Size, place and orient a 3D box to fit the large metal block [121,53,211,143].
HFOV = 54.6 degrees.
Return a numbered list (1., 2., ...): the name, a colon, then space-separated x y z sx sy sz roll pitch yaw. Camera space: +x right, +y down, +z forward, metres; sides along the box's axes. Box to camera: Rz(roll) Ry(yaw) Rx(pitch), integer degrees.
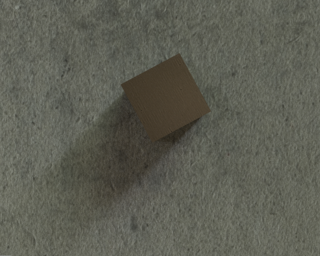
1. large metal block: 0.007 -0.036 0.397 0.080 0.050 0.080 -28 90 0
